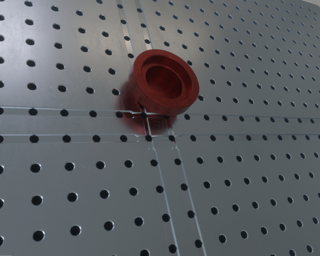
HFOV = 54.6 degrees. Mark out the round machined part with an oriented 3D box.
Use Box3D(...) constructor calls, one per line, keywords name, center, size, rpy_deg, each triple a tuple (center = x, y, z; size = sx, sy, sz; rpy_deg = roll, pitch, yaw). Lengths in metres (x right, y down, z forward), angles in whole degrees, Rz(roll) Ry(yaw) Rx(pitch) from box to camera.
Box3D(name="round machined part", center=(0.002, -0.059, 0.434), size=(0.099, 0.042, 0.098), rpy_deg=(13, 56, -21))
